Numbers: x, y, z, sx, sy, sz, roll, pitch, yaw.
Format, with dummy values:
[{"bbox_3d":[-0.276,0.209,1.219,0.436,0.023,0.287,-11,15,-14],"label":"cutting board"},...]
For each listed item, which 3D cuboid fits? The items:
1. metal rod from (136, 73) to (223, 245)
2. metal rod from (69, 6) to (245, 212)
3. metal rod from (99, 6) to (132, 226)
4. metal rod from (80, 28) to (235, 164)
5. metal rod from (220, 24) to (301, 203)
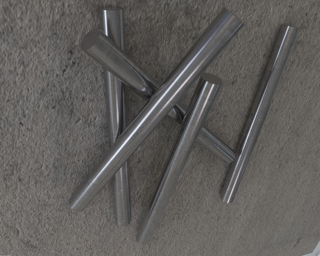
[{"bbox_3d":[0.015,0.062,0.419,0.025,0.025,0.298,-1,130,-28],"label":"metal rod"},{"bbox_3d":[-0.021,-0.001,0.346,0.025,0.025,0.299,21,122,-36],"label":"metal rod"},{"bbox_3d":[-0.051,0.009,0.383,0.025,0.025,0.298,-12,124,-22],"label":"metal rod"},{"bbox_3d":[0.023,-0.018,0.388,0.025,0.025,0.301,-48,135,6],"label":"metal rod"},{"bbox_3d":[0.147,-0.007,0.482,0.025,0.025,0.298,-2,119,-28],"label":"metal rod"}]
